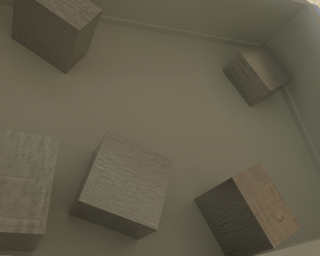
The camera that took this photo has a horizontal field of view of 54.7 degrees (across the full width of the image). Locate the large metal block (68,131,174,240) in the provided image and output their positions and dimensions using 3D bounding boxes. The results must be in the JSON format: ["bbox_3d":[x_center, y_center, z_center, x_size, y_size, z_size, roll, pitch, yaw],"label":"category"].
[{"bbox_3d":[-0.040,0.062,0.330,0.080,0.050,0.080,25,53,-13],"label":"large metal block"}]

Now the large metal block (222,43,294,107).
[{"bbox_3d":[0.170,-0.093,0.538,0.081,0.050,0.080,-25,76,-37],"label":"large metal block"}]

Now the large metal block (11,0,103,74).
[{"bbox_3d":[-0.128,-0.127,0.379,0.080,0.080,0.050,34,51,-6],"label":"large metal block"}]

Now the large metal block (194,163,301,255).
[{"bbox_3d":[0.098,0.098,0.363,0.050,0.080,0.080,-18,71,-35],"label":"large metal block"}]

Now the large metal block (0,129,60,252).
[{"bbox_3d":[-0.125,0.057,0.268,0.050,0.080,0.080,12,57,-22],"label":"large metal block"}]
